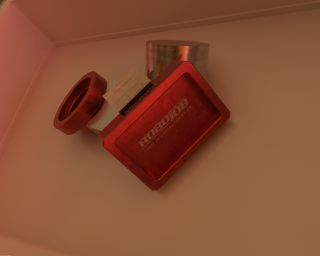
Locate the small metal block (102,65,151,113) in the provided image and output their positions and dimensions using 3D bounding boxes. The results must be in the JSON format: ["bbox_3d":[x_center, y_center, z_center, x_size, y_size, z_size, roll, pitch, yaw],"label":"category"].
[{"bbox_3d":[-0.037,-0.043,0.366,0.050,0.050,0.025,-45,90,-3],"label":"small metal block"}]

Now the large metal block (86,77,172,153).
[{"bbox_3d":[-0.037,-0.016,0.416,0.080,0.050,0.080,16,70,34],"label":"large metal block"}]

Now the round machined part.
[{"bbox_3d":[-0.108,-0.031,0.451,0.098,0.042,0.098,-35,35,29],"label":"round machined part"}]

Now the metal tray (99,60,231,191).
[{"bbox_3d":[0.007,-0.003,0.357,0.130,0.090,0.030,-45,24,-4],"label":"metal tray"}]

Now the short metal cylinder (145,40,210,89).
[{"bbox_3d":[0.021,-0.085,0.400,0.080,0.081,0.050,17,115,34],"label":"short metal cylinder"}]
